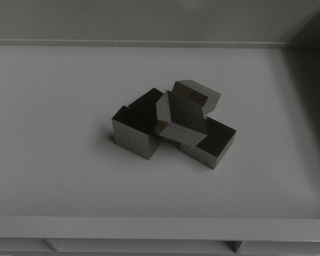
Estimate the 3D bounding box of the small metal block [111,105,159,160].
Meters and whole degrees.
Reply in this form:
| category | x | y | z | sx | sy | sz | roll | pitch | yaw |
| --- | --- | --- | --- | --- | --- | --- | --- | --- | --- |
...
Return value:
| category | x | y | z | sx | sy | sz | roll | pitch | yaw |
| --- | --- | --- | --- | --- | --- | --- | --- | --- | --- |
| small metal block | -0.029 | 0.006 | 0.380 | 0.050 | 0.050 | 0.025 | 23 | 54 | 18 |

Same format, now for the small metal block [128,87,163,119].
| category | x | y | z | sx | sy | sz | roll | pitch | yaw |
| --- | --- | --- | --- | --- | --- | --- | --- | --- | --- |
| small metal block | -0.007 | -0.022 | 0.420 | 0.050 | 0.025 | 0.050 | 36 | 58 | 26 |

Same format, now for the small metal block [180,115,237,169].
| category | x | y | z | sx | sy | sz | roll | pitch | yaw |
| --- | --- | --- | --- | --- | --- | --- | --- | --- | --- |
| small metal block | 0.060 | 0.016 | 0.390 | 0.050 | 0.025 | 0.050 | 28 | 55 | 21 |

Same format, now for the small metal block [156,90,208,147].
| category | x | y | z | sx | sy | sz | roll | pitch | yaw |
| --- | --- | --- | --- | --- | --- | --- | --- | --- | --- |
| small metal block | 0.025 | -0.011 | 0.365 | 0.050 | 0.025 | 0.050 | 20 | 44 | -27 |

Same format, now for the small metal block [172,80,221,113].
| category | x | y | z | sx | sy | sz | roll | pitch | yaw |
| --- | --- | --- | --- | --- | --- | --- | --- | --- | --- |
| small metal block | 0.049 | -0.044 | 0.426 | 0.050 | 0.025 | 0.050 | 30 | 23 | 22 |
